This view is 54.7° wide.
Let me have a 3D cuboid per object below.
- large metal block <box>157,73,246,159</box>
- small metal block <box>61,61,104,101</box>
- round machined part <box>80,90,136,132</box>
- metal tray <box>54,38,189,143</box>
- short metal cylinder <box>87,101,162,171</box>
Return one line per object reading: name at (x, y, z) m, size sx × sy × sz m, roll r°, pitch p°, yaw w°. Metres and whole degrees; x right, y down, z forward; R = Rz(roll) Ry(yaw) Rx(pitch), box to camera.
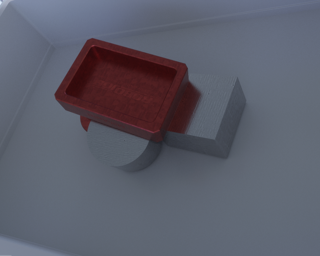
large metal block at (0.048, -0.017, 0.370) m, size 0.080 × 0.050 × 0.080 m, roll 10°, pitch 67°, yaw 32°
small metal block at (-0.096, -0.055, 0.416) m, size 0.025 × 0.050 × 0.050 m, roll 13°, pitch 68°, yaw 33°
round machined part at (-0.076, -0.034, 0.452) m, size 0.098 × 0.042 × 0.098 m, roll -13°, pitch 56°, yaw 20°
metal tray at (-0.043, -0.047, 0.360) m, size 0.130 × 0.030 × 0.090 m, roll 19°, pitch 70°, yaw 14°
short metal cylinder at (-0.043, 0.012, 0.386) m, size 0.080 × 0.050 × 0.080 m, roll -4°, pitch 74°, yaw 15°
